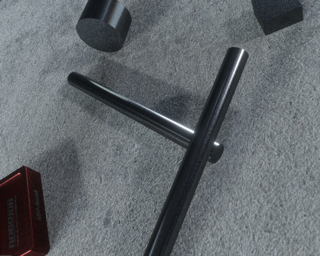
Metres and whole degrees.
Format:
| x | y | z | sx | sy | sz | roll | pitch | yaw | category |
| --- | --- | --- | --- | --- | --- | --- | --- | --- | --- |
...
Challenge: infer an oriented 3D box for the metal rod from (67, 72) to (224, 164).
| x | y | z | sx | sy | sz | roll | pitch | yaw | category |
| --- | --- | --- | --- | --- | --- | --- | --- | --- | --- |
| -0.041 | -0.028 | 0.440 | 0.300 | 0.025 | 0.025 | 28 | 77 | 37 | metal rod |

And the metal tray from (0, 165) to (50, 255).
| x | y | z | sx | sy | sz | roll | pitch | yaw | category |
| --- | --- | --- | --- | --- | --- | --- | --- | --- | --- |
| -0.205 | 0.128 | 0.426 | 0.090 | 0.030 | 0.130 | -31 | 52 | 7 | metal tray |

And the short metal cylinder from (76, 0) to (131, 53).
| x | y | z | sx | sy | sz | roll | pitch | yaw | category |
| --- | --- | --- | --- | --- | --- | --- | --- | --- | --- |
| -0.093 | -0.173 | 0.522 | 0.080 | 0.080 | 0.050 | 2 | 63 | 28 | short metal cylinder |

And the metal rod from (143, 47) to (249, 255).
| x | y | z | sx | sy | sz | roll | pitch | yaw | category |
| --- | --- | --- | --- | --- | --- | --- | --- | --- | --- |
| 0.031 | 0.050 | 0.329 | 0.025 | 0.025 | 0.299 | 17 | 78 | 34 | metal rod |

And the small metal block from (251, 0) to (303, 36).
| x | y | z | sx | sy | sz | roll | pitch | yaw | category |
| --- | --- | --- | --- | --- | --- | --- | --- | --- | --- |
| 0.158 | -0.160 | 0.419 | 0.050 | 0.025 | 0.050 | -20 | 54 | 15 | small metal block |
